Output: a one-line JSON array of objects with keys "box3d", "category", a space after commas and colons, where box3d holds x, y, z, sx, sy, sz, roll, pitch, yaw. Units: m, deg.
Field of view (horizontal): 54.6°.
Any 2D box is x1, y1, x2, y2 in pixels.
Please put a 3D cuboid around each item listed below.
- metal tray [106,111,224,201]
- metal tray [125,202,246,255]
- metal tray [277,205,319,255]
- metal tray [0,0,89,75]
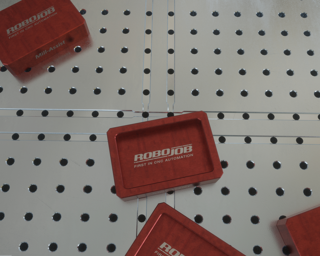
[{"box3d": [0.005, 0.035, 0.396, 0.131, 0.030, 0.090, -11, 70, -4], "category": "metal tray"}, {"box3d": [0.031, 0.157, 0.351, 0.130, 0.030, 0.090, 31, 73, 11], "category": "metal tray"}, {"box3d": [0.218, 0.131, 0.363, 0.131, 0.030, 0.090, -18, 71, -7], "category": "metal tray"}, {"box3d": [-0.185, -0.148, 0.462, 0.131, 0.030, 0.090, -34, 74, -12], "category": "metal tray"}]
